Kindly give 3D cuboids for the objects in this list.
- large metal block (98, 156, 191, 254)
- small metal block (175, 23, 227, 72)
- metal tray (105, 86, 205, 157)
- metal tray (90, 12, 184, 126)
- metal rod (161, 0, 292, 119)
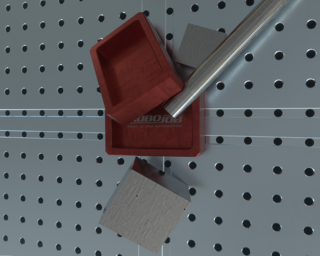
[{"bbox_3d":[-0.018,0.095,0.391,0.080,0.050,0.080,30,101,-6],"label":"large metal block"},{"bbox_3d":[0.053,-0.099,0.393,0.050,0.025,0.050,22,97,18],"label":"small metal block"},{"bbox_3d":[-0.008,-0.009,0.411,0.130,0.030,0.089,-1,90,19],"label":"metal tray"},{"bbox_3d":[-0.034,-0.077,0.389,0.090,0.030,0.130,-32,53,14],"label":"metal tray"},{"bbox_3d":[0.114,-0.126,0.353,0.300,0.025,0.025,-46,76,6],"label":"metal rod"}]
